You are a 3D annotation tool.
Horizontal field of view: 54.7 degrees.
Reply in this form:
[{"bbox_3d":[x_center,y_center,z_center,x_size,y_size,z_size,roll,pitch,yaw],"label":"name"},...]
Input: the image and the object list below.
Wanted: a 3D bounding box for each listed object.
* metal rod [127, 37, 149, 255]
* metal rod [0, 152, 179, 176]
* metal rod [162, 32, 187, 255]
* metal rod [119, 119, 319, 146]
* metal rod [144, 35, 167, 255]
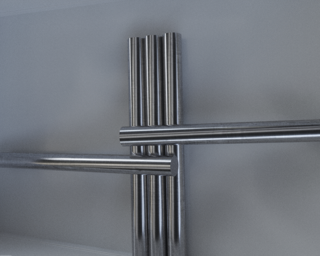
[{"bbox_3d":[-0.028,0.030,0.418,0.025,0.025,0.298,-2,89,19],"label":"metal rod"},{"bbox_3d":[-0.119,0.048,0.432,0.301,0.025,0.025,-1,90,25],"label":"metal rod"},{"bbox_3d":[0.019,0.028,0.402,0.025,0.025,0.298,-2,89,19],"label":"metal rod"},{"bbox_3d":[0.100,0.005,0.355,0.301,0.025,0.025,-2,89,13],"label":"metal rod"},{"bbox_3d":[-0.005,0.029,0.410,0.025,0.025,0.298,-2,89,19],"label":"metal rod"}]
